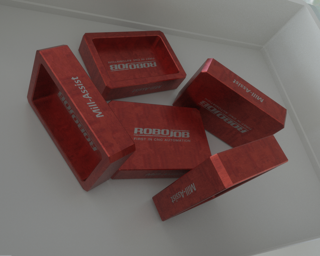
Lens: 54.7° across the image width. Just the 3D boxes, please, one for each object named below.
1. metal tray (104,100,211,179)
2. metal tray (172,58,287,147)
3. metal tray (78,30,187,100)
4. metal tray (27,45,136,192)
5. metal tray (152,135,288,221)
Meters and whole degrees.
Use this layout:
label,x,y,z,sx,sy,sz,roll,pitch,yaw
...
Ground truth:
label,x,y,z,sx,sy,sz,roll,pitch,yaw
metal tray,-0.002,0.016,0.389,0.131,0.030,0.090,3,60,-27
metal tray,0.094,-0.027,0.430,0.130,0.090,0.030,33,52,-7
metal tray,-0.036,-0.092,0.438,0.131,0.030,0.090,-14,69,-34
metal tray,-0.087,-0.008,0.320,0.030,0.090,0.130,-27,77,-38
metal tray,0.059,0.057,0.333,0.091,0.129,0.030,-13,69,-34
